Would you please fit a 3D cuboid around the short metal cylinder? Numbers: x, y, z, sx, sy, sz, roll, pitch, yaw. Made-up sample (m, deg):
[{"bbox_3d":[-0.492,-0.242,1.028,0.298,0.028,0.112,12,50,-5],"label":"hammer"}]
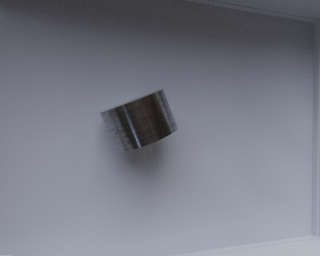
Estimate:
[{"bbox_3d":[-0.025,-0.010,0.373,0.081,0.080,0.050,-24,98,-19],"label":"short metal cylinder"}]
